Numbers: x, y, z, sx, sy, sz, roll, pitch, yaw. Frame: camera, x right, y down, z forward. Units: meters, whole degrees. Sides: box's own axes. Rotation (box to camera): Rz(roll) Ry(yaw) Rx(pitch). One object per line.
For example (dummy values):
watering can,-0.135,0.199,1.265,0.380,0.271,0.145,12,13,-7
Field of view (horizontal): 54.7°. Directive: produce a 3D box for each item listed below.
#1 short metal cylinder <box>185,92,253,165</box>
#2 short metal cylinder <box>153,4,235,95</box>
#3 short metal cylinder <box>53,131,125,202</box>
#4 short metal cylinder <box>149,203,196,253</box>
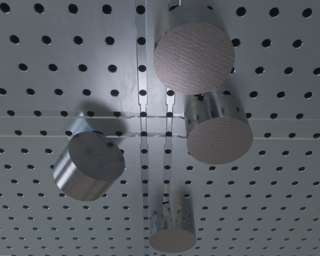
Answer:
short metal cylinder,0.073,0.001,0.397,0.081,0.050,0.079,0,131,0
short metal cylinder,0.034,-0.082,0.326,0.081,0.050,0.079,0,130,0
short metal cylinder,-0.095,0.051,0.418,0.080,0.080,0.050,27,125,-21
short metal cylinder,0.022,0.177,0.546,0.081,0.050,0.079,0,130,0
